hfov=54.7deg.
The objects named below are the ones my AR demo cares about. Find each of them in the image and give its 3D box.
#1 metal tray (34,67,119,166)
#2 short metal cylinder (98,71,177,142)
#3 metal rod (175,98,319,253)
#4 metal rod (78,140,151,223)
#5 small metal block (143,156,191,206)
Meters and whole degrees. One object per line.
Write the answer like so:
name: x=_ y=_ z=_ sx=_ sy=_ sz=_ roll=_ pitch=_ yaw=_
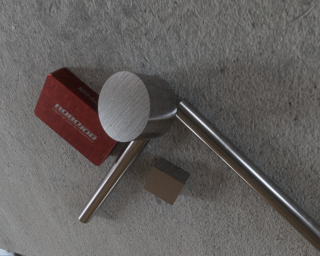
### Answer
metal tray: x=-0.116 y=-0.014 z=0.456 sx=0.130 sy=0.030 sz=0.089 roll=40 pitch=129 yaw=0
short metal cylinder: x=-0.027 y=-0.025 z=0.369 sx=0.080 sy=0.050 sz=0.079 roll=2 pitch=93 yaw=37
metal rod: x=0.131 y=0.074 z=0.383 sx=0.300 sy=0.025 sz=0.025 roll=43 pitch=129 yaw=-2
metal rod: x=-0.072 y=0.076 z=0.491 sx=0.025 sy=0.025 sz=0.298 roll=38 pitch=129 yaw=2
small metal block: x=0.009 y=0.077 z=0.450 sx=0.050 sy=0.025 sz=0.050 roll=30 pitch=128 yaw=9
